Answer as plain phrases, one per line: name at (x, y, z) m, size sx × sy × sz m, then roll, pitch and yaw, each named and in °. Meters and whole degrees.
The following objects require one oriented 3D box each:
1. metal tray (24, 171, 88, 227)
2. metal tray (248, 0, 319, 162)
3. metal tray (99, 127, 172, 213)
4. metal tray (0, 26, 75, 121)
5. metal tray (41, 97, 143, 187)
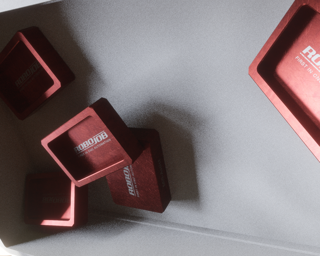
metal tray at (-0.184, 0.123, 0.544) m, size 0.130 × 0.030 × 0.090 m, roll -9°, pitch 77°, yaw 31°
metal tray at (0.138, -0.041, 0.254) m, size 0.089 × 0.030 × 0.130 m, roll -61°, pitch 39°, yaw 38°
metal tray at (-0.038, 0.062, 0.463) m, size 0.090 × 0.030 × 0.129 m, roll 4°, pitch 120°, yaw 26°
metal tray at (-0.196, -0.076, 0.458) m, size 0.130 × 0.030 × 0.090 m, roll -28°, pitch 104°, yaw 37°
metal tray at (-0.097, 0.025, 0.430) m, size 0.130 × 0.030 × 0.090 m, roll -27°, pitch 104°, yaw 37°
